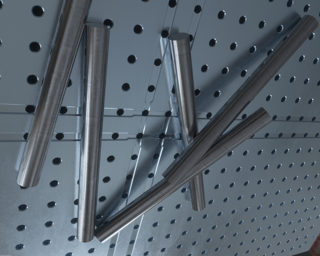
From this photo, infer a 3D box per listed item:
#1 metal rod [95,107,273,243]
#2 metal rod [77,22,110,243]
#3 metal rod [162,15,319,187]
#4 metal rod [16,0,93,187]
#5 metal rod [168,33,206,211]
[{"bbox_3d":[0.029,0.071,0.445,0.300,0.025,0.025,-37,130,7],"label":"metal rod"},{"bbox_3d":[-0.085,0.026,0.381,0.025,0.025,0.298,-5,121,-26],"label":"metal rod"},{"bbox_3d":[0.112,-0.039,0.428,0.300,0.025,0.025,-48,130,-3],"label":"metal rod"},{"bbox_3d":[-0.101,-0.067,0.315,0.025,0.025,0.298,10,113,-33],"label":"metal rod"},{"bbox_3d":[0.044,0.013,0.445,0.025,0.025,0.298,-22,127,-16],"label":"metal rod"}]
